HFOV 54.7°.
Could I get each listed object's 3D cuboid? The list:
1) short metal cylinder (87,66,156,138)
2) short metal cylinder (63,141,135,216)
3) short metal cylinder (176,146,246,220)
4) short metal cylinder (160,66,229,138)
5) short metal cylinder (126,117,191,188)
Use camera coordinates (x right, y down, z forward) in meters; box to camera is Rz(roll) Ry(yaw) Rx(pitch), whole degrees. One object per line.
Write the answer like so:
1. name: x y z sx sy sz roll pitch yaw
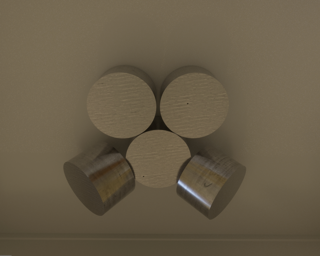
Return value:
1. short metal cylinder: -0.045 -0.033 0.382 0.081 0.050 0.079 0 110 -1
2. short metal cylinder: -0.078 0.064 0.397 0.050 0.080 0.080 -35 114 -35
3. short metal cylinder: 0.067 0.070 0.400 0.050 0.081 0.079 33 112 30
4. short metal cylinder: 0.040 -0.034 0.385 0.081 0.050 0.079 0 110 -1
5. short metal cylinder: -0.002 0.031 0.406 0.081 0.050 0.079 0 110 -1
